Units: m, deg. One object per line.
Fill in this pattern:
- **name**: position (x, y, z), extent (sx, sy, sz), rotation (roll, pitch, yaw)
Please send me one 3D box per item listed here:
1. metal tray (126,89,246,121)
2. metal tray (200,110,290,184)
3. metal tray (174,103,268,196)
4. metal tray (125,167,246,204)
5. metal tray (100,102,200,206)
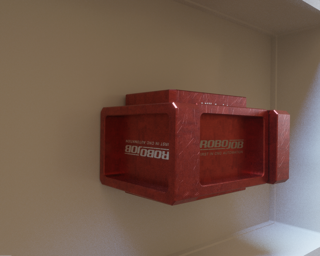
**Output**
- **metal tray**: position (0.034, -0.025, 0.389), extent (0.131, 0.090, 0.030), rotation (0, 91, -40)
- **metal tray**: position (0.109, 0.022, 0.426), extent (0.030, 0.130, 0.089), rotation (1, 90, -40)
- **metal tray**: position (0.072, 0.022, 0.344), extent (0.131, 0.030, 0.089), rotation (1, 89, -40)
- **metal tray**: position (0.033, 0.064, 0.388), extent (0.131, 0.090, 0.030), rotation (0, 90, -40)
- **metal tray**: position (-0.017, 0.022, 0.322), extent (0.030, 0.130, 0.089), rotation (1, 90, -40)
